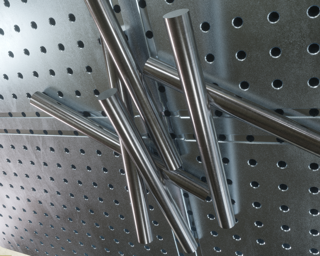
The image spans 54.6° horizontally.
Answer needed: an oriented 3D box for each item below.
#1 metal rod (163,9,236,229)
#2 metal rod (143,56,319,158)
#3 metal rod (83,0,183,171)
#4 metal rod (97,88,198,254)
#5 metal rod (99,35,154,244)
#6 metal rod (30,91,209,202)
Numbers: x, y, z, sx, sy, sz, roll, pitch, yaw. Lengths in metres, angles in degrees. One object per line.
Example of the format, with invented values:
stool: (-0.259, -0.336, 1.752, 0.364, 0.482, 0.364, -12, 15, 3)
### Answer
metal rod: (0.055, 0.014, 0.366, 0.025, 0.025, 0.299, 1, 127, 28)
metal rod: (0.118, -0.009, 0.343, 0.301, 0.025, 0.025, 26, 128, 11)
metal rod: (-0.038, -0.073, 0.366, 0.025, 0.025, 0.299, -9, 119, 32)
metal rod: (-0.005, 0.077, 0.429, 0.025, 0.025, 0.299, -5, 126, 30)
metal rod: (-0.041, 0.027, 0.421, 0.025, 0.025, 0.298, 2, 111, 27)
metal rod: (-0.064, 0.023, 0.459, 0.301, 0.025, 0.025, 28, 128, 10)
